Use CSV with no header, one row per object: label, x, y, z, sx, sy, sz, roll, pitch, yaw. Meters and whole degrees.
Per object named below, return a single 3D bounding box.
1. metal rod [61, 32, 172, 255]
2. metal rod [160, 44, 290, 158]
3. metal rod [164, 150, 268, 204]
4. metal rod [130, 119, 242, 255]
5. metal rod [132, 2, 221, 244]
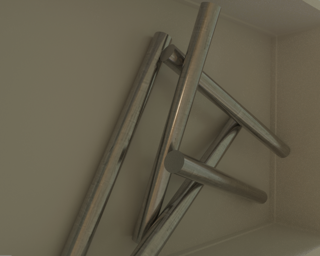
metal rod,-0.046,0.015,0.367,0.025,0.025,0.299,33,70,-35
metal rod,0.114,-0.025,0.464,0.301,0.025,0.025,33,70,-34
metal rod,0.098,0.080,0.443,0.301,0.025,0.025,28,72,-51
metal rod,0.058,0.062,0.430,0.301,0.025,0.025,-47,118,-38
metal rod,0.019,-0.002,0.378,0.025,0.025,0.298,13,95,-39
